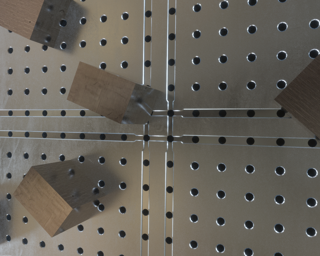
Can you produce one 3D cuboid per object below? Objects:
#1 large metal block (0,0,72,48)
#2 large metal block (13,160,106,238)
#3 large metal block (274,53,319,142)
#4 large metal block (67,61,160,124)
[{"bbox_3d":[-0.194,-0.178,0.469,0.080,0.050,0.080,27,99,18],"label":"large metal block"},{"bbox_3d":[-0.137,0.093,0.432,0.080,0.080,0.050,40,103,15],"label":"large metal block"},{"bbox_3d":[0.183,-0.032,0.334,0.080,0.050,0.080,45,104,14],"label":"large metal block"},{"bbox_3d":[-0.057,-0.043,0.404,0.080,0.080,0.050,24,98,18],"label":"large metal block"}]
